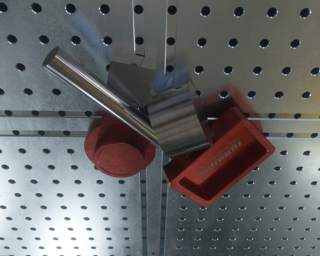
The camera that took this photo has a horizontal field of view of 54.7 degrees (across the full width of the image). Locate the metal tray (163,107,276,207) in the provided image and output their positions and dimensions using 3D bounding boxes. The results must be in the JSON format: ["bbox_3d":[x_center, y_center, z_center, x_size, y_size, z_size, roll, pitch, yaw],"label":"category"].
[{"bbox_3d":[0.080,0.043,0.419,0.130,0.030,0.090,-43,127,12],"label":"metal tray"}]

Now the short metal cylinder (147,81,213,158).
[{"bbox_3d":[0.026,-0.009,0.368,0.050,0.080,0.080,-20,128,15],"label":"short metal cylinder"}]

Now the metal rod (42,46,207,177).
[{"bbox_3d":[-0.012,0.004,0.393,0.025,0.025,0.301,-32,131,24],"label":"metal rod"}]

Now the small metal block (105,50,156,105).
[{"bbox_3d":[-0.035,-0.058,0.362,0.050,0.025,0.050,10,129,-9],"label":"small metal block"}]

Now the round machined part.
[{"bbox_3d":[-0.054,0.031,0.425,0.099,0.042,0.097,-1,130,0],"label":"round machined part"}]
